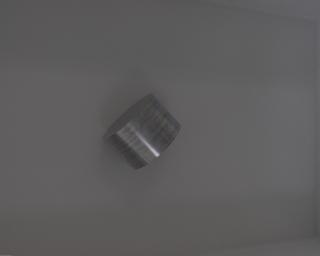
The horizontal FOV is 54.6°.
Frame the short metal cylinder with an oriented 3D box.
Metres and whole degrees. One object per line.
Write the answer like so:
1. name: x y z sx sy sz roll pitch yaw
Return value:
1. short metal cylinder: -0.022 0.004 0.373 0.080 0.080 0.050 -46 104 -14
